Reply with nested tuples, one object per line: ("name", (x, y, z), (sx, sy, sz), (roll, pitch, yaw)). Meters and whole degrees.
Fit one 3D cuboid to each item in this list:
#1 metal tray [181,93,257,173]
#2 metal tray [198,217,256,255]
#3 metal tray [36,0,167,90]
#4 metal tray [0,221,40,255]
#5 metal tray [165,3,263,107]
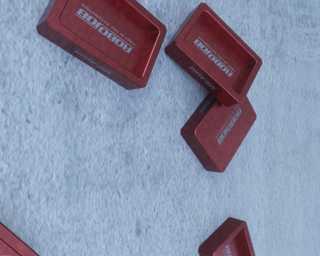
("metal tray", (0.097, -0.007, 0.485), (0.130, 0.030, 0.090), (-51, 120, -28))
("metal tray", (0.117, 0.225, 0.503), (0.091, 0.030, 0.129), (-29, 109, -36))
("metal tray", (-0.059, -0.112, 0.353), (0.131, 0.030, 0.090), (31, 71, -36))
("metal tray", (-0.173, 0.111, 0.257), (0.090, 0.030, 0.130), (-49, 119, -29))
("metal tray", (0.081, -0.104, 0.448), (0.130, 0.030, 0.090), (39, 65, -16))
